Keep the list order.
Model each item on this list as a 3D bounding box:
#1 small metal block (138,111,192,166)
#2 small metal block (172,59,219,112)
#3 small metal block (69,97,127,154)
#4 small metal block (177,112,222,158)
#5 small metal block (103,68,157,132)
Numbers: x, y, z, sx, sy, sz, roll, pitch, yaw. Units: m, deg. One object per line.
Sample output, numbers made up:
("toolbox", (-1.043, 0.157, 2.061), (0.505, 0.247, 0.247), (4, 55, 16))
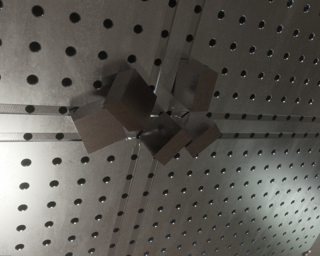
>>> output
("small metal block", (0.006, 0.013, 0.408), (0.050, 0.050, 0.025), (-44, 130, 2))
("small metal block", (0.042, -0.054, 0.387), (0.025, 0.050, 0.050), (-3, 120, -27))
("small metal block", (-0.073, -0.004, 0.370), (0.050, 0.025, 0.050), (-24, 128, -14))
("small metal block", (0.048, 0.005, 0.426), (0.050, 0.050, 0.025), (-38, 130, -3))
("small metal block", (-0.033, -0.032, 0.357), (0.050, 0.025, 0.050), (50, 45, -40))
